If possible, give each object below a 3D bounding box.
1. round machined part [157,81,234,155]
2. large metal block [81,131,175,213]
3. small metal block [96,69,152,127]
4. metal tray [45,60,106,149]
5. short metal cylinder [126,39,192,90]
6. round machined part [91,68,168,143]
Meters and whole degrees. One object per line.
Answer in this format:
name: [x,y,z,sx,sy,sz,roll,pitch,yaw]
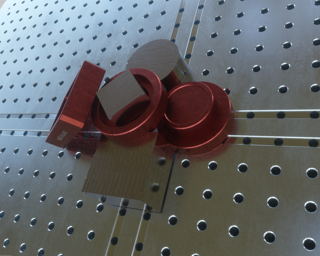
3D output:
round machined part: [0.039,-0.019,0.387,0.098,0.042,0.098,-13,56,21]
large metal block: [-0.036,0.051,0.376,0.080,0.050,0.080,1,62,28]
small metal block: [-0.043,-0.036,0.374,0.050,0.025,0.050,-36,51,4]
metal tray: [-0.123,-0.029,0.441,0.129,0.030,0.090,-31,39,58]
short metal cylinder: [-0.001,-0.078,0.440,0.080,0.050,0.080,-13,56,21]
round machined part: [-0.034,-0.025,0.393,0.098,0.042,0.098,-13,56,21]
